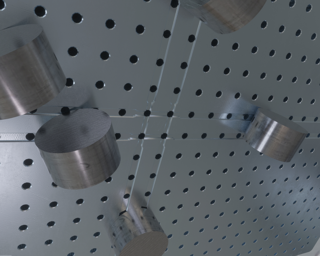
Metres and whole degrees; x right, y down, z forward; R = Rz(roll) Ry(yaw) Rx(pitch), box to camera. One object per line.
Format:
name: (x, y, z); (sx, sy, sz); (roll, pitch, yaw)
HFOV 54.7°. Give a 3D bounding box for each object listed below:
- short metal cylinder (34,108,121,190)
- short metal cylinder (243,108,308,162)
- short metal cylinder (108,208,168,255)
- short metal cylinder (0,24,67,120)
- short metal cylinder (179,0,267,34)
short metal cylinder: (-0.088, 0.021, 0.340); (0.081, 0.080, 0.050); (-21, 126, -16)
short metal cylinder: (0.177, 0.010, 0.478); (0.081, 0.080, 0.050); (11, 113, -33)
short metal cylinder: (-0.034, 0.173, 0.483); (0.081, 0.050, 0.079); (-14, 124, -21)
short metal cylinder: (-0.131, -0.051, 0.272); (0.080, 0.080, 0.050); (-25, 128, -13)
short metal cylinder: (0.066, -0.146, 0.321); (0.050, 0.080, 0.080); (24, 106, -37)
